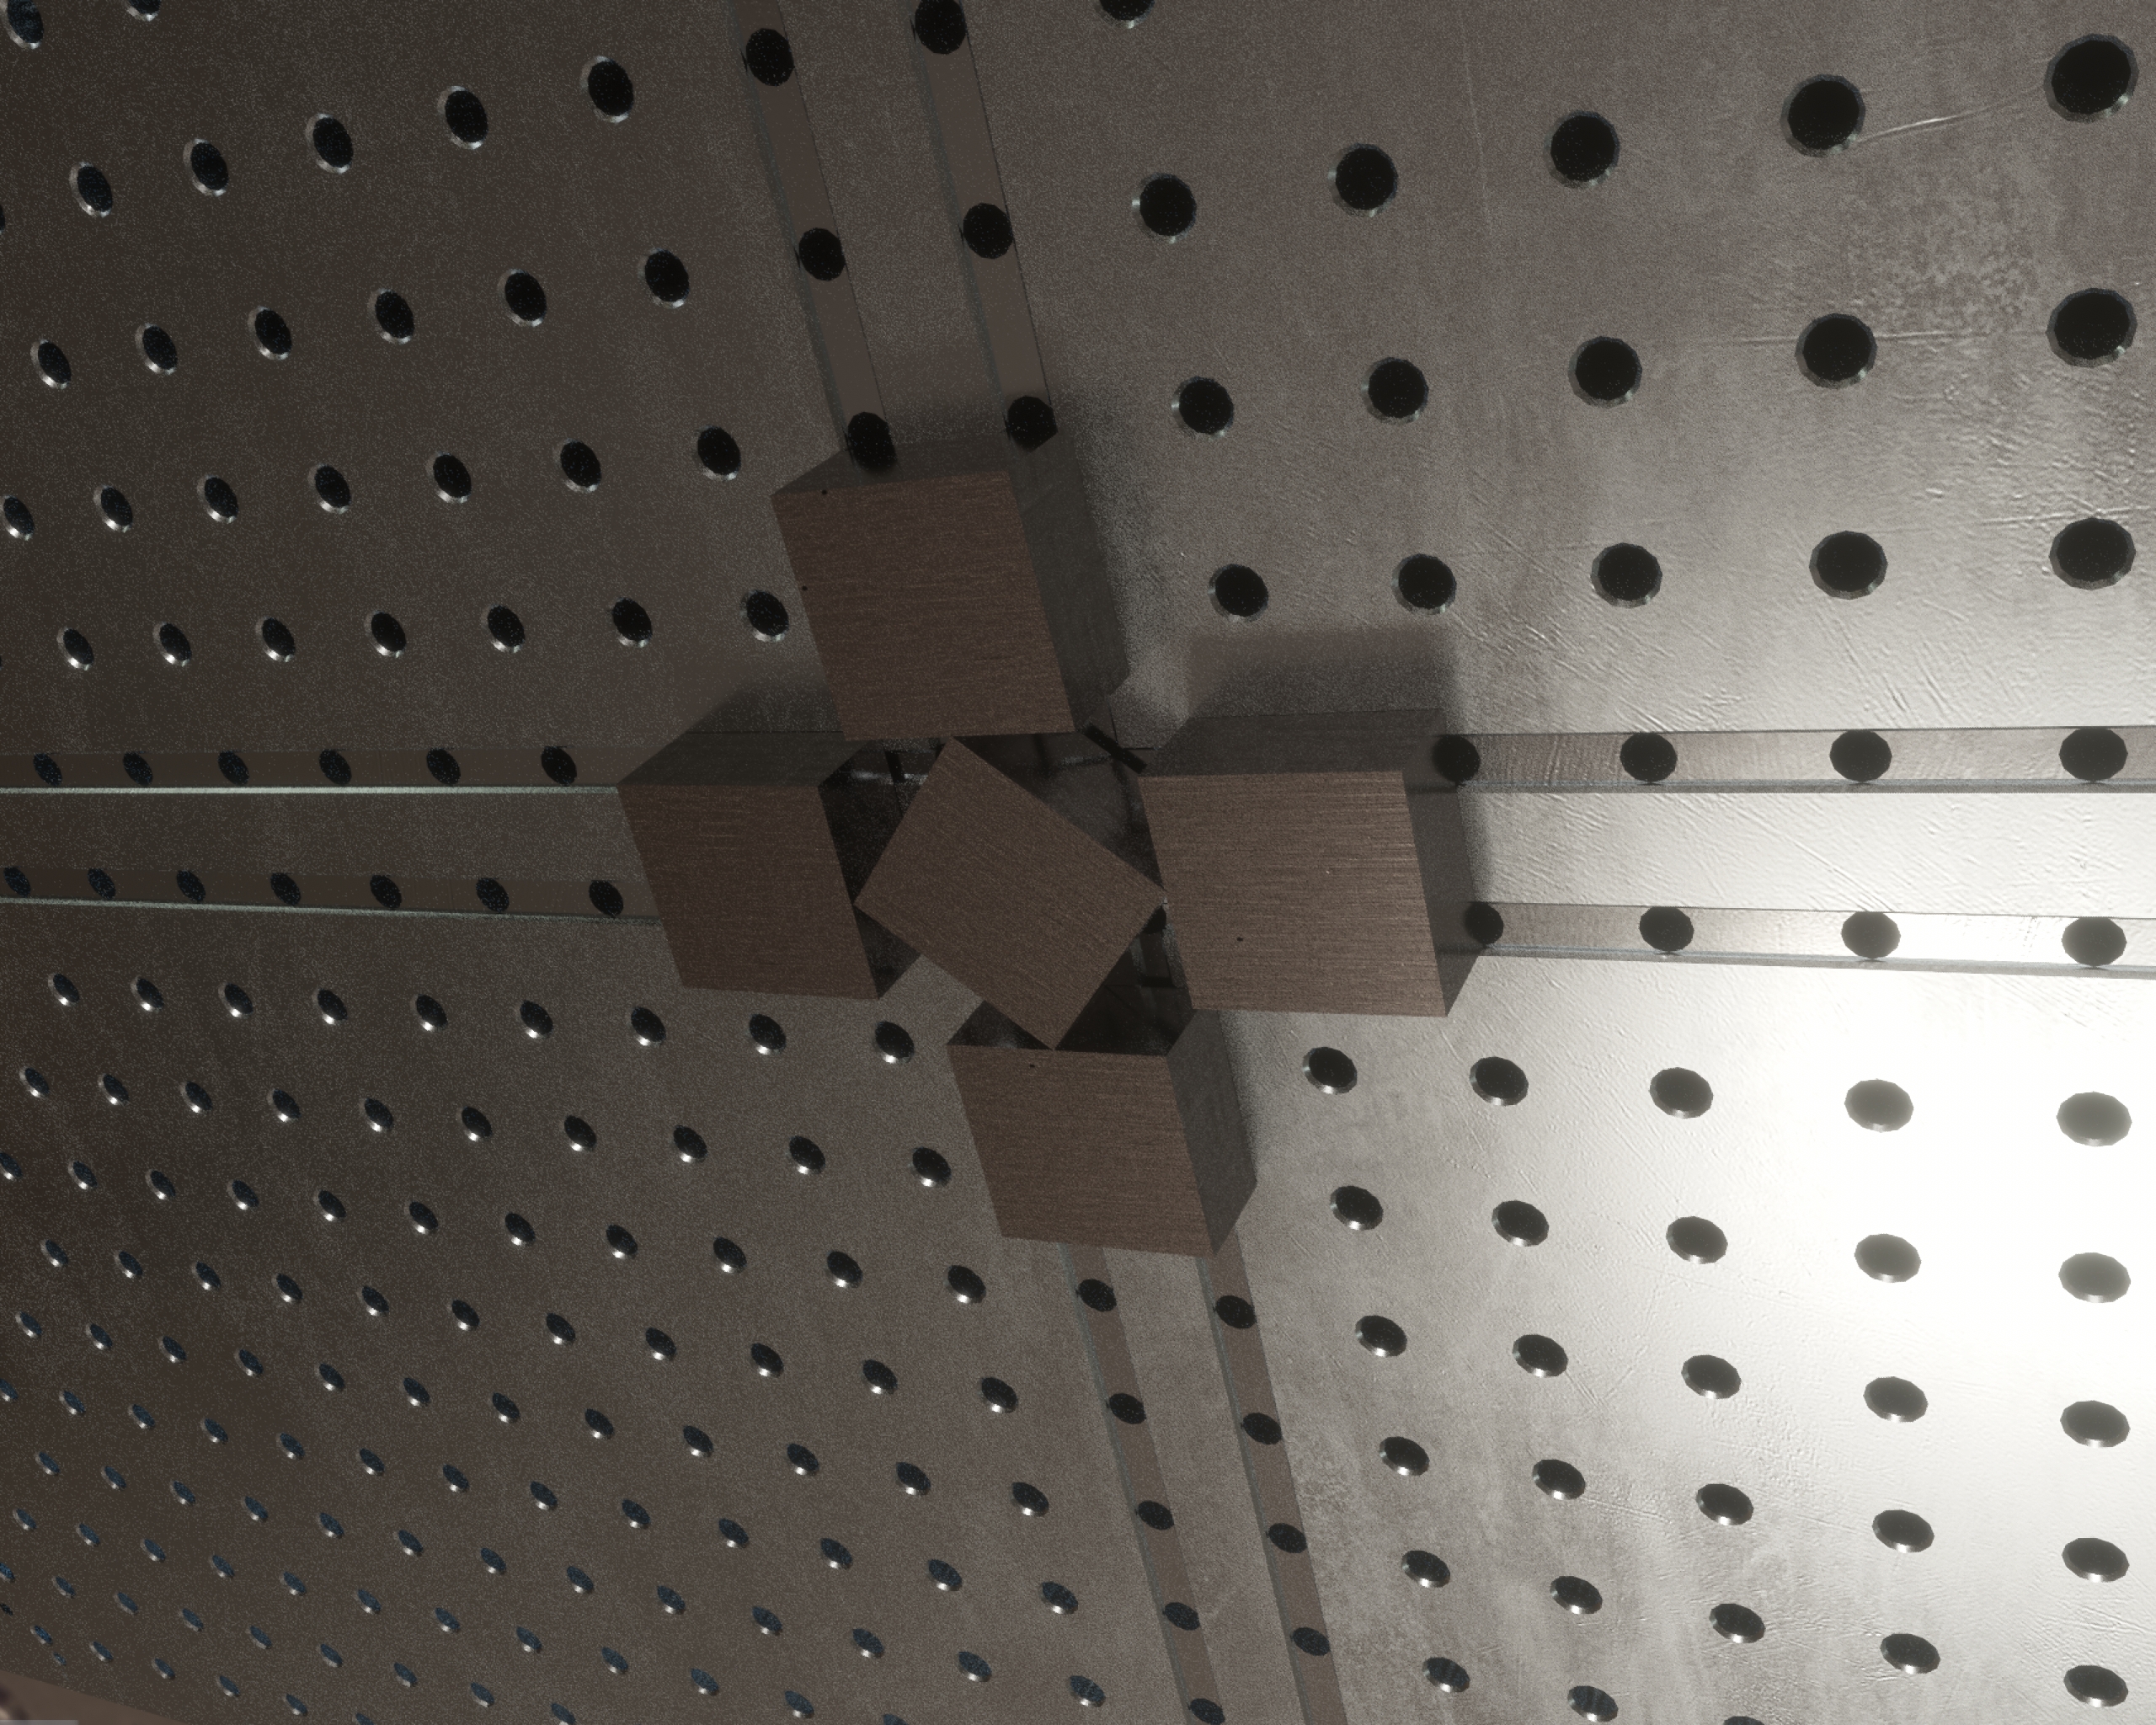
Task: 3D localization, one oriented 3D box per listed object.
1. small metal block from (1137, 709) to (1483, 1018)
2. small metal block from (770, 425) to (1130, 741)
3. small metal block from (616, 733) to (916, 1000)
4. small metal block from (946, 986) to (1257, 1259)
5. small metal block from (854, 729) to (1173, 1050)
[{"bbox_3d":[0.044,0.000,0.387,0.050,0.025,0.050,0,119,28],"label":"small metal block"},{"bbox_3d":[-0.023,-0.051,0.390,0.050,0.025,0.050,-1,118,28],"label":"small metal block"},{"bbox_3d":[-0.063,0.000,0.443,0.050,0.025,0.050,1,119,27],"label":"small metal block"},{"bbox_3d":[0.006,0.054,0.440,0.050,0.025,0.050,0,119,27],"label":"small metal block"},{"bbox_3d":[-0.009,0.001,0.415,0.050,0.025,0.050,36,129,3],"label":"small metal block"}]
